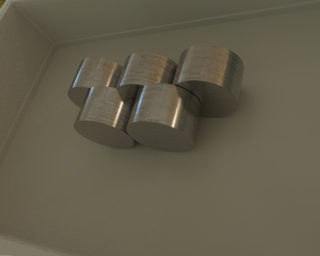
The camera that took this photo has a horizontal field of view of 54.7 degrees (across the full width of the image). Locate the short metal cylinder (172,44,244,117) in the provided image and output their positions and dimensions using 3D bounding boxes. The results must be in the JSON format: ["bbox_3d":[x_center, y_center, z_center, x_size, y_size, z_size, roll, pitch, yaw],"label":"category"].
[{"bbox_3d":[0.056,-0.054,0.372,0.080,0.080,0.050,2,63,29],"label":"short metal cylinder"}]

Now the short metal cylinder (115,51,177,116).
[{"bbox_3d":[-0.014,-0.055,0.410,0.080,0.080,0.050,1,62,28],"label":"short metal cylinder"}]

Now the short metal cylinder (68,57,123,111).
[{"bbox_3d":[-0.085,-0.057,0.449,0.080,0.080,0.050,1,62,28],"label":"short metal cylinder"}]

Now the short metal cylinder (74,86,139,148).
[{"bbox_3d":[-0.066,-0.012,0.411,0.080,0.080,0.050,1,62,28],"label":"short metal cylinder"}]

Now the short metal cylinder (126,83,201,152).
[{"bbox_3d":[0.005,-0.010,0.372,0.080,0.080,0.050,1,62,28],"label":"short metal cylinder"}]
